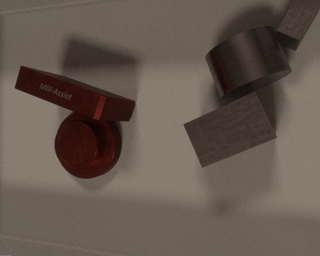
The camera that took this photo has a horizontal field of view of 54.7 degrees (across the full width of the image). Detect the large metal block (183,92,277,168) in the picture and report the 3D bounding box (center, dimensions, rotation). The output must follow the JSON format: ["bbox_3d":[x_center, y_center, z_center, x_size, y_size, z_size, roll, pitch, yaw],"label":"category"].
[{"bbox_3d":[0.083,0.003,0.352,0.080,0.080,0.050,-25,82,18],"label":"large metal block"}]

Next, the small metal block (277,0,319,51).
[{"bbox_3d":[0.154,-0.119,0.343,0.025,0.050,0.050,31,100,17],"label":"small metal block"}]

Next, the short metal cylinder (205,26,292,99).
[{"bbox_3d":[0.098,-0.070,0.347,0.080,0.080,0.050,-22,83,18],"label":"short metal cylinder"}]

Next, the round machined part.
[{"bbox_3d":[-0.108,0.023,0.438,0.098,0.042,0.097,0,90,19],"label":"round machined part"}]

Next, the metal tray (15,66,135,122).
[{"bbox_3d":[-0.110,-0.044,0.413,0.130,0.090,0.030,20,97,18],"label":"metal tray"}]
